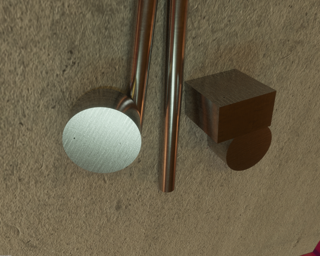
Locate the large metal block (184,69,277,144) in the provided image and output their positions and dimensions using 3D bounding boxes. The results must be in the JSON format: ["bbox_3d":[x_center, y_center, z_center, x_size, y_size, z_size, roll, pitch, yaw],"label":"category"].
[{"bbox_3d":[0.086,-0.032,0.399,0.081,0.080,0.050,-17,125,-19],"label":"large metal block"}]

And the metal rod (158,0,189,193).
[{"bbox_3d":[0.015,-0.039,0.390,0.025,0.025,0.298,-12,124,-22],"label":"metal rod"}]

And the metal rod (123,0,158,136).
[{"bbox_3d":[-0.015,-0.125,0.320,0.025,0.025,0.298,-6,121,-26],"label":"metal rod"}]

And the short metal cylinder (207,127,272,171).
[{"bbox_3d":[0.119,0.017,0.466,0.081,0.050,0.079,-14,124,-21],"label":"short metal cylinder"}]

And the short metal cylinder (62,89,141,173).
[{"bbox_3d":[-0.062,0.003,0.343,0.081,0.050,0.079,-2,119,-4],"label":"short metal cylinder"}]
